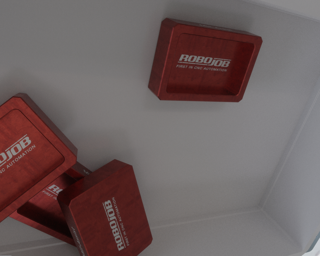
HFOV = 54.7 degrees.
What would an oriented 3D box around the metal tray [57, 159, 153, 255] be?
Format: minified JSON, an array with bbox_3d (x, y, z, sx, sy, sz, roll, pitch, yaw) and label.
[{"bbox_3d":[-0.063,0.116,0.389,0.091,0.030,0.129,-31,119,-36],"label":"metal tray"}]

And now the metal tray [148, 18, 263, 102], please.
[{"bbox_3d":[0.057,-0.080,0.386,0.131,0.030,0.089,-1,119,-28],"label":"metal tray"}]

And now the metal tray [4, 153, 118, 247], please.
[{"bbox_3d":[-0.116,0.096,0.400,0.090,0.030,0.130,-42,130,1],"label":"metal tray"}]

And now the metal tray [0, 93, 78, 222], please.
[{"bbox_3d":[-0.164,0.037,0.319,0.130,0.030,0.090,-38,108,-3],"label":"metal tray"}]

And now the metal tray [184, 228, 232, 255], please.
[{"bbox_3d":[0.093,0.270,0.626,0.091,0.030,0.129,-14,124,-21],"label":"metal tray"}]
